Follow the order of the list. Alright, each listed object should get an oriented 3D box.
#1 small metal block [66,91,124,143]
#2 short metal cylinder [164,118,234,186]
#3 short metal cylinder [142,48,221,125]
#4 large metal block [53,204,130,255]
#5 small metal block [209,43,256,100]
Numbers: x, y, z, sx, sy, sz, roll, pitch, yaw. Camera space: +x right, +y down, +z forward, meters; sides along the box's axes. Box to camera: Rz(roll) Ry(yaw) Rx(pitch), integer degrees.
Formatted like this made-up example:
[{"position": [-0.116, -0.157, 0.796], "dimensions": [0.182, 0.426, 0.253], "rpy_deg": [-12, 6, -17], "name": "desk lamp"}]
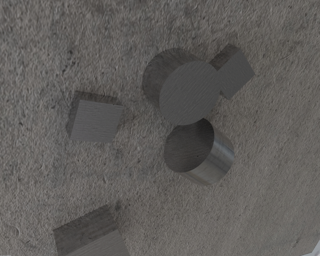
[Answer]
[{"position": [-0.076, -0.012, 0.358], "dimensions": [0.050, 0.025, 0.050], "rpy_deg": [7, 115, -32], "name": "small metal block"}, {"position": [0.052, 0.032, 0.420], "dimensions": [0.080, 0.080, 0.050], "rpy_deg": [-49, 129, 6], "name": "short metal cylinder"}, {"position": [0.025, -0.050, 0.374], "dimensions": [0.081, 0.050, 0.079], "rpy_deg": [-14, 124, -21], "name": "short metal cylinder"}, {"position": [-0.095, 0.169, 0.444], "dimensions": [0.081, 0.050, 0.080], "rpy_deg": [-24, 127, -14], "name": "large metal block"}, {"position": [0.091, -0.074, 0.411], "dimensions": [0.050, 0.025, 0.050], "rpy_deg": [-44, 129, 2], "name": "small metal block"}]
